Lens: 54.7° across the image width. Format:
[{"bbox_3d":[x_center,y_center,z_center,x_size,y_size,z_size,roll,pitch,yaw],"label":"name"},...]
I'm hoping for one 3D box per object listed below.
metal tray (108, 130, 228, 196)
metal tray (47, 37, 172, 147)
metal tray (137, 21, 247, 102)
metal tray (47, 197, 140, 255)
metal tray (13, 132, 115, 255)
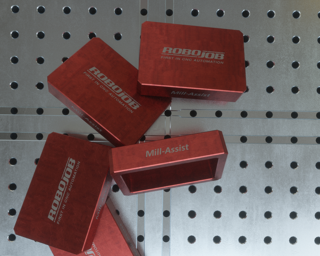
[{"bbox_3d":[0.011,0.046,0.379,0.131,0.090,0.030,-10,61,-1],"label":"metal tray"},{"bbox_3d":[-0.062,-0.043,0.393,0.130,0.030,0.090,40,65,0],"label":"metal tray"},{"bbox_3d":[0.039,-0.084,0.392,0.131,0.030,0.090,4,70,-5],"label":"metal tray"},{"bbox_3d":[-0.082,0.169,0.410,0.090,0.030,0.130,-28,90,0],"label":"metal tray"},{"bbox_3d":[-0.114,0.078,0.388,0.090,0.030,0.130,14,77,10],"label":"metal tray"}]
